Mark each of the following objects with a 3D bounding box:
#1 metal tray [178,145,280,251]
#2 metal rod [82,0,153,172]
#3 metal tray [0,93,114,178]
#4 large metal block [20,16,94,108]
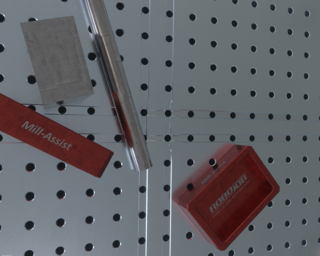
[{"bbox_3d":[0.102,0.097,0.448,0.130,0.030,0.090,-41,103,-16],"label":"metal tray"},{"bbox_3d":[-0.063,-0.090,0.389,0.025,0.025,0.298,-18,96,-19],"label":"metal rod"},{"bbox_3d":[-0.121,0.007,0.333,0.131,0.090,0.030,30,80,-18],"label":"metal tray"},{"bbox_3d":[-0.113,-0.068,0.342,0.050,0.080,0.080,-16,96,-19],"label":"large metal block"}]
